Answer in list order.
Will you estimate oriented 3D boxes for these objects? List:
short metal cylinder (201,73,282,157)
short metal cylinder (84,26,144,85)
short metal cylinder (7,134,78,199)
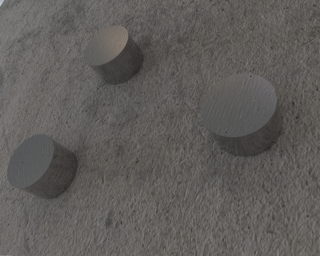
[{"bbox_3d":[0.092,-0.014,0.348,0.080,0.050,0.080,-13,56,21],"label":"short metal cylinder"},{"bbox_3d":[-0.074,-0.117,0.498,0.080,0.050,0.080,-13,56,21],"label":"short metal cylinder"},{"bbox_3d":[-0.167,0.055,0.442,0.080,0.050,0.080,-13,56,21],"label":"short metal cylinder"}]
